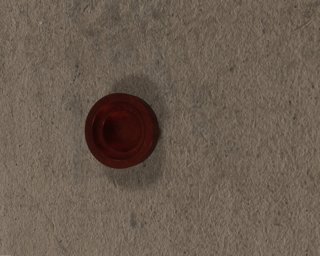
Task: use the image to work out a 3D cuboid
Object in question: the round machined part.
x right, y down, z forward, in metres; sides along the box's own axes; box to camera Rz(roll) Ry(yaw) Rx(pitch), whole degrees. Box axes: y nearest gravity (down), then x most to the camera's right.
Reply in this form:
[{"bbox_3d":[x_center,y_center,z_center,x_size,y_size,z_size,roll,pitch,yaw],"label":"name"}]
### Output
[{"bbox_3d":[-0.047,0.003,0.416,0.098,0.042,0.097,0,90,19],"label":"round machined part"}]
